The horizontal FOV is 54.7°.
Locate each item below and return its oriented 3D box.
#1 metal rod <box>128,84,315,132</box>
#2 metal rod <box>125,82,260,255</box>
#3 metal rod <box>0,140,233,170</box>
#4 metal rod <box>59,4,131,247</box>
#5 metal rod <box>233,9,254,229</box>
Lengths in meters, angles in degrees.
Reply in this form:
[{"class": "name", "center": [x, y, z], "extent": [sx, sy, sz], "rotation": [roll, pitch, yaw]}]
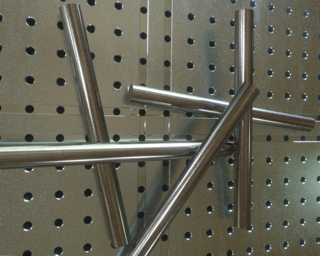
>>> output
[{"class": "metal rod", "center": [0.102, -0.025, 0.451], "extent": [0.302, 0.025, 0.025], "rotation": [8, 88, -20]}, {"class": "metal rod", "center": [0.034, 0.071, 0.398], "extent": [0.025, 0.025, 0.299], "rotation": [35, 89, -17]}, {"class": "metal rod", "center": [-0.033, 0.029, 0.378], "extent": [0.303, 0.025, 0.025], "rotation": [0, 90, -29]}, {"class": "metal rod", "center": [-0.079, 0.001, 0.384], "extent": [0.025, 0.025, 0.298], "rotation": [-13, 95, -20]}, {"class": "metal rod", "center": [0.116, -0.008, 0.430], "extent": [0.025, 0.025, 0.298], "rotation": [-4, 97, -20]}]
